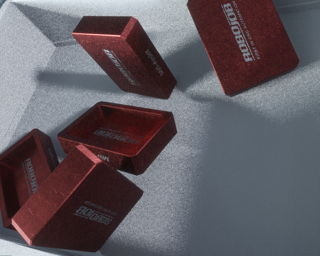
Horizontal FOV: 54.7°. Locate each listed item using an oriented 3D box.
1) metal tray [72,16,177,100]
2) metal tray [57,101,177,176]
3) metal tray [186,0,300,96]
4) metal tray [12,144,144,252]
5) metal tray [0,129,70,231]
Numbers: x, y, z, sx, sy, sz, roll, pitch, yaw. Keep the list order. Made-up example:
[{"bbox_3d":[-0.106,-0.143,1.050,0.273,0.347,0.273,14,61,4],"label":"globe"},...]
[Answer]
[{"bbox_3d":[-0.043,-0.091,0.415,0.090,0.130,0.030,14,69,33],"label":"metal tray"},{"bbox_3d":[-0.056,0.007,0.402,0.130,0.030,0.090,11,41,32],"label":"metal tray"},{"bbox_3d":[0.099,-0.114,0.380,0.090,0.030,0.129,-23,85,14],"label":"metal tray"},{"bbox_3d":[-0.074,0.080,0.323,0.030,0.130,0.090,34,79,27],"label":"metal tray"},{"bbox_3d":[-0.193,0.073,0.456,0.090,0.030,0.130,-38,51,2],"label":"metal tray"}]
